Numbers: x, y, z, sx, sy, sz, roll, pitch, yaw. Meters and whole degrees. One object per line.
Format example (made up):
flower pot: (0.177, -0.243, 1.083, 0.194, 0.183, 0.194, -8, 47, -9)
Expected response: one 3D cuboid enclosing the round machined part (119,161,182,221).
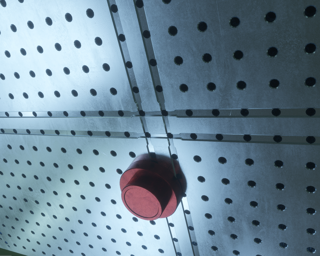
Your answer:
round machined part: (-0.020, 0.101, 0.472, 0.098, 0.042, 0.097, 13, 124, 20)
